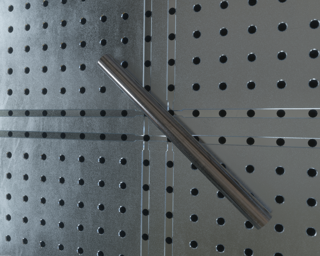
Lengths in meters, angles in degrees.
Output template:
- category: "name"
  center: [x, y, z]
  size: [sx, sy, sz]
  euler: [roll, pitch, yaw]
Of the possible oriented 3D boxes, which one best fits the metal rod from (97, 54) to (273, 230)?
- category: "metal rod"
  center: [0.023, 0.008, 0.404]
  size: [0.300, 0.025, 0.025]
  euler: [46, 104, 14]
